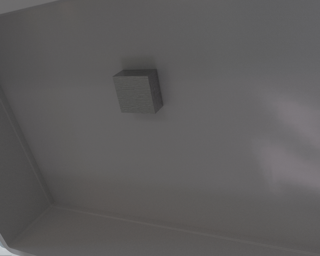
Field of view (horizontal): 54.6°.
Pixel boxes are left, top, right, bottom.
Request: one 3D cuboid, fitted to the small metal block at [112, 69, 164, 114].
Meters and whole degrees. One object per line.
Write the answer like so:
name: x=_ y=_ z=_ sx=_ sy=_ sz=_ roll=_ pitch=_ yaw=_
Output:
small metal block: x=-0.027 y=-0.047 z=0.395 sx=0.050 sy=0.025 sz=0.050 roll=4 pitch=120 yaw=26
